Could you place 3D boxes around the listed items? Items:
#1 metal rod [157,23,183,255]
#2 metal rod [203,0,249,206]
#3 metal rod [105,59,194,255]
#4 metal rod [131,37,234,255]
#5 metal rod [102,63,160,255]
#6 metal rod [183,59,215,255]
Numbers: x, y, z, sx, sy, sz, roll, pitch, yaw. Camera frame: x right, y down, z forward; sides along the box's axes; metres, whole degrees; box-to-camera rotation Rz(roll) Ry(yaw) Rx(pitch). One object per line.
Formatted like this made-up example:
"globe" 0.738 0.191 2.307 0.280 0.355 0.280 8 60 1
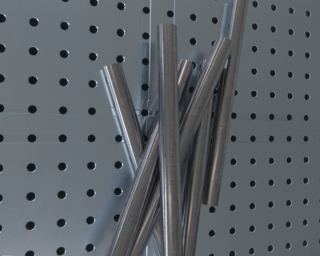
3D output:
"metal rod" 0.011 0.022 0.366 0.025 0.025 0.299 2 81 -20
"metal rod" 0.093 -0.040 0.446 0.025 0.025 0.299 10 87 -20
"metal rod" -0.013 0.047 0.379 0.025 0.025 0.300 26 71 -18
"metal rod" 0.026 0.020 0.394 0.025 0.025 0.299 27 81 -18
"metal rod" -0.019 0.064 0.405 0.025 0.025 0.299 -18 96 -19
"metal rod" 0.048 0.054 0.415 0.025 0.025 0.299 11 81 -20
